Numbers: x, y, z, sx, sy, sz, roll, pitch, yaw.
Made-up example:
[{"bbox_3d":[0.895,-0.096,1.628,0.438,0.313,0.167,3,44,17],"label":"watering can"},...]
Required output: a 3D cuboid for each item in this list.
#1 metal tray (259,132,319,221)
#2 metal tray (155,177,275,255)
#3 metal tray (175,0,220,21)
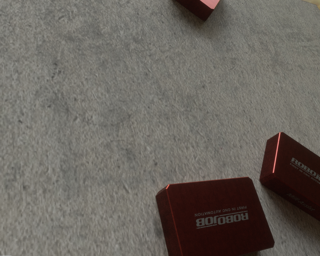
[{"bbox_3d":[0.220,0.076,0.476,0.130,0.030,0.090,33,51,-7],"label":"metal tray"},{"bbox_3d":[0.067,0.110,0.371,0.131,0.030,0.090,0,62,-29],"label":"metal tray"},{"bbox_3d":[0.080,-0.278,0.616,0.090,0.030,0.130,35,51,-6],"label":"metal tray"}]
